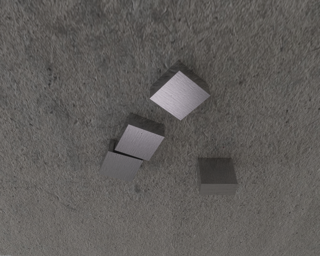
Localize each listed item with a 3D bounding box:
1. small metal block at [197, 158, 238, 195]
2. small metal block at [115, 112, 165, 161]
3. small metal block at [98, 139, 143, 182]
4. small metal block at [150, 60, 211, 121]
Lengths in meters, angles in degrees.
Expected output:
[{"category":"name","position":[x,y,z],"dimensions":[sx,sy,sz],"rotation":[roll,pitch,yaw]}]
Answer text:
[{"category":"small metal block","position":[0.082,0.070,0.451],"dimensions":[0.050,0.050,0.025],"rotation":[1,130,-1]},{"category":"small metal block","position":[-0.027,0.013,0.418],"dimensions":[0.050,0.025,0.050],"rotation":[20,127,-17]},{"category":"small metal block","position":[-0.056,0.048,0.447],"dimensions":[0.050,0.025,0.050],"rotation":[17,128,-14]},{"category":"small metal block","position":[0.023,-0.044,0.370],"dimensions":[0.050,0.025,0.050],"rotation":[34,122,-26]}]
